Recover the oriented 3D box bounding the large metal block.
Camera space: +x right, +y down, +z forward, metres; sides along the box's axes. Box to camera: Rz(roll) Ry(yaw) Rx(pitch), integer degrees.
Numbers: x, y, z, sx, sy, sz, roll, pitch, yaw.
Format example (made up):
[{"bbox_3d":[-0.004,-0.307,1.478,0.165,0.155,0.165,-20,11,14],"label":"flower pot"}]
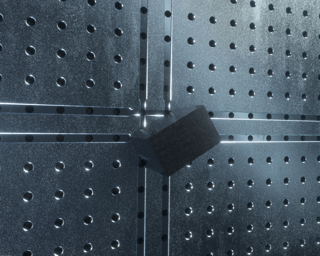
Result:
[{"bbox_3d":[0.016,0.014,0.390,0.080,0.080,0.050,-31,101,-18],"label":"large metal block"}]
